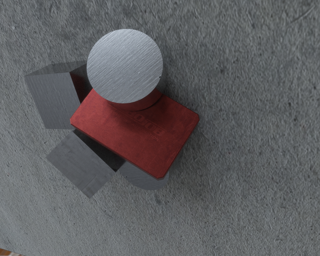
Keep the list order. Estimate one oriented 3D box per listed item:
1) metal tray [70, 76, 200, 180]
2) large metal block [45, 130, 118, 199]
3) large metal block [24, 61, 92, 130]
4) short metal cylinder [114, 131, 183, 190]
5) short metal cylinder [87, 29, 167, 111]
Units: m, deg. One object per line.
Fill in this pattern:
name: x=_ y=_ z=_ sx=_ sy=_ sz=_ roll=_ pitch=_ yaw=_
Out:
metal tray: x=-0.030 y=-0.007 z=0.379 sx=0.130 sy=0.090 sz=0.030 roll=31 pitch=168 yaw=8
large metal block: x=-0.104 y=0.046 z=0.447 sx=0.080 sy=0.080 sz=0.050 roll=44 pitch=93 yaw=-3
large metal block: x=-0.126 y=-0.045 z=0.428 sx=0.080 sy=0.050 sz=0.080 roll=1 pitch=119 yaw=27
short metal cylinder: x=-0.015 y=0.038 z=0.424 sx=0.080 sy=0.050 sz=0.079 roll=13 pitch=124 yaw=21
short metal cylinder: x=-0.034 y=-0.062 z=0.346 sx=0.080 sy=0.050 sz=0.080 roll=-1 pitch=84 yaw=5
